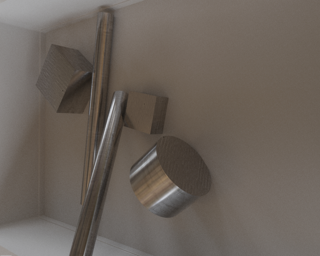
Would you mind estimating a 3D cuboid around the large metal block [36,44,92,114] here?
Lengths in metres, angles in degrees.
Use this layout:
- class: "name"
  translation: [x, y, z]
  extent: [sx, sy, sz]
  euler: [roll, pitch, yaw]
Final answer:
- class: "large metal block"
  translation: [-0.154, -0.080, 0.514]
  extent: [0.080, 0.050, 0.080]
  euler: [45, 117, 30]

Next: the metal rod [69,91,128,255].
- class: "metal rod"
  translation: [-0.078, 0.082, 0.381]
  extent: [0.025, 0.025, 0.300]
  euler: [-16, 52, 38]

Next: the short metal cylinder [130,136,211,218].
- class: "short metal cylinder"
  translation: [0.012, 0.056, 0.359]
  extent: [0.050, 0.081, 0.080]
  euler: [-45, 63, 30]

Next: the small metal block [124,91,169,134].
- class: "small metal block"
  translation: [-0.019, -0.022, 0.421]
  extent: [0.050, 0.025, 0.050]
  euler: [16, 100, 38]

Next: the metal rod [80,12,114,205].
- class: "metal rod"
  translation: [-0.099, -0.026, 0.485]
  extent: [0.025, 0.025, 0.298]
  euler: [11, 97, 39]
